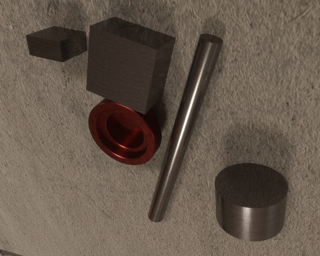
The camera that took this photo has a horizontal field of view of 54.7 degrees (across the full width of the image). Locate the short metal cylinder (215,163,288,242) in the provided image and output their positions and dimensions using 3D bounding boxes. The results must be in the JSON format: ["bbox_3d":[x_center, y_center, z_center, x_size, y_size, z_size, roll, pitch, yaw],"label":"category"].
[{"bbox_3d":[0.107,0.085,0.367,0.080,0.080,0.050,7,121,24],"label":"short metal cylinder"}]

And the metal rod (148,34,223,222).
[{"bbox_3d":[0.023,0.024,0.408,0.025,0.025,0.298,24,127,13],"label":"metal rod"}]

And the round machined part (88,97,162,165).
[{"bbox_3d":[-0.042,-0.001,0.413,0.098,0.042,0.097,15,129,19],"label":"round machined part"}]

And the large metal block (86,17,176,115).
[{"bbox_3d":[-0.036,-0.074,0.362,0.080,0.050,0.079,23,127,13],"label":"large metal block"}]

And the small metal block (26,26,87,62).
[{"bbox_3d":[-0.129,-0.107,0.390,0.050,0.050,0.025,16,125,19],"label":"small metal block"}]
